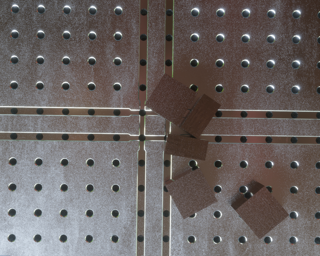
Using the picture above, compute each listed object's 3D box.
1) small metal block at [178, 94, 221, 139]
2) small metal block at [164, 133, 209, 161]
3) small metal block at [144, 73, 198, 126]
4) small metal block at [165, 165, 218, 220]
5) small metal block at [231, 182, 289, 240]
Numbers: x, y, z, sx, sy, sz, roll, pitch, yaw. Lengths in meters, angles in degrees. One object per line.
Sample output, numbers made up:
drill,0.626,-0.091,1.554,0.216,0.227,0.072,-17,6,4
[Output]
small metal block,0.050,-0.014,0.402,0.025,0.050,0.050,35,90,-1
small metal block,0.032,0.023,0.401,0.050,0.050,0.025,10,90,-1
small metal block,0.014,-0.037,0.414,0.050,0.025,0.050,32,90,-1
small metal block,0.041,0.085,0.414,0.050,0.025,0.050,-28,90,-1
small metal block,0.133,0.110,0.415,0.050,0.025,0.050,-40,91,0
